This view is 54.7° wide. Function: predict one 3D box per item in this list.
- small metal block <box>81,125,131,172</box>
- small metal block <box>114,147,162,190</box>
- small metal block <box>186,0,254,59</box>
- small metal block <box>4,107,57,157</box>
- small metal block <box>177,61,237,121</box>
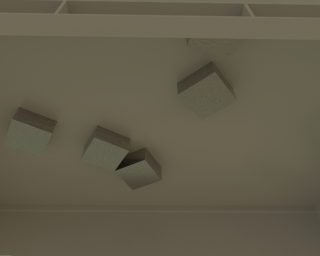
[{"bbox_3d":[-0.076,0.030,0.434,0.050,0.025,0.050,24,126,-19],"label":"small metal block"},{"bbox_3d":[-0.031,0.062,0.461,0.050,0.025,0.050,-22,127,17],"label":"small metal block"},{"bbox_3d":[0.059,-0.105,0.320,0.050,0.025,0.050,14,129,-12],"label":"small metal block"},{"bbox_3d":[-0.172,0.006,0.413,0.050,0.025,0.050,23,126,-19],"label":"small metal block"},{"bbox_3d":[0.056,-0.043,0.373,0.050,0.025,0.050,-31,124,23],"label":"small metal block"}]
